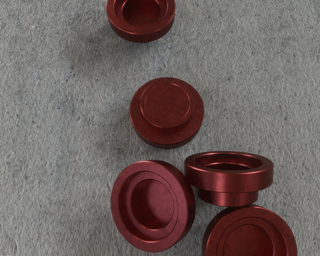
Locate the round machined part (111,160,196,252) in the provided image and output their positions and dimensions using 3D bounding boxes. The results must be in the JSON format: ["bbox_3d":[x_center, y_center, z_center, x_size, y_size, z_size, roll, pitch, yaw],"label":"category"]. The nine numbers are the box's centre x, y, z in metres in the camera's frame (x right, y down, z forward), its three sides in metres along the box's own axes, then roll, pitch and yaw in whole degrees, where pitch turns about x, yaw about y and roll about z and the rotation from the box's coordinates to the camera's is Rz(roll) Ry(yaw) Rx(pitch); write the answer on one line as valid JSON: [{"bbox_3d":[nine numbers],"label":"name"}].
[{"bbox_3d":[-0.004,0.085,0.352,0.098,0.042,0.097,-1,88,29],"label":"round machined part"}]

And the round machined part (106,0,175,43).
[{"bbox_3d":[-0.027,-0.167,0.460,0.099,0.042,0.098,0,70,0],"label":"round machined part"}]

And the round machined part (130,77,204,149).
[{"bbox_3d":[0.009,-0.025,0.408,0.099,0.042,0.098,0,70,0],"label":"round machined part"}]

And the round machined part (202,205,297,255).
[{"bbox_3d":[0.094,0.132,0.342,0.099,0.042,0.097,0,86,-5],"label":"round machined part"}]

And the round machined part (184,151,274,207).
[{"bbox_3d":[0.077,0.058,0.355,0.099,0.098,0.042,-1,99,-1],"label":"round machined part"}]
